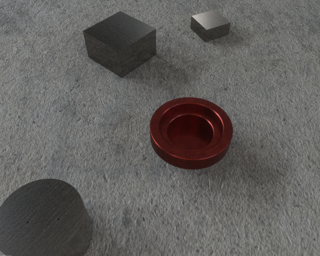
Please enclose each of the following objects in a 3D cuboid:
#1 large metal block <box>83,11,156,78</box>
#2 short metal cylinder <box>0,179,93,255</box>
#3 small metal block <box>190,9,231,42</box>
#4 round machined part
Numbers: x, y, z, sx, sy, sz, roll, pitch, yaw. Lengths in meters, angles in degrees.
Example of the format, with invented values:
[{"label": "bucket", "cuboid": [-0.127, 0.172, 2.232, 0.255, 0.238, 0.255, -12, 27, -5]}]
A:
[{"label": "large metal block", "cuboid": [-0.063, -0.137, 0.502, 0.080, 0.050, 0.080, 34, 58, 25]}, {"label": "short metal cylinder", "cuboid": [-0.111, 0.097, 0.304, 0.081, 0.050, 0.080, 0, 50, 0]}, {"label": "small metal block", "cuboid": [0.090, -0.185, 0.560, 0.050, 0.025, 0.050, -22, 53, -17]}, {"label": "round machined part", "cuboid": [0.037, 0.011, 0.384, 0.099, 0.042, 0.098, 0, 50, 0]}]
